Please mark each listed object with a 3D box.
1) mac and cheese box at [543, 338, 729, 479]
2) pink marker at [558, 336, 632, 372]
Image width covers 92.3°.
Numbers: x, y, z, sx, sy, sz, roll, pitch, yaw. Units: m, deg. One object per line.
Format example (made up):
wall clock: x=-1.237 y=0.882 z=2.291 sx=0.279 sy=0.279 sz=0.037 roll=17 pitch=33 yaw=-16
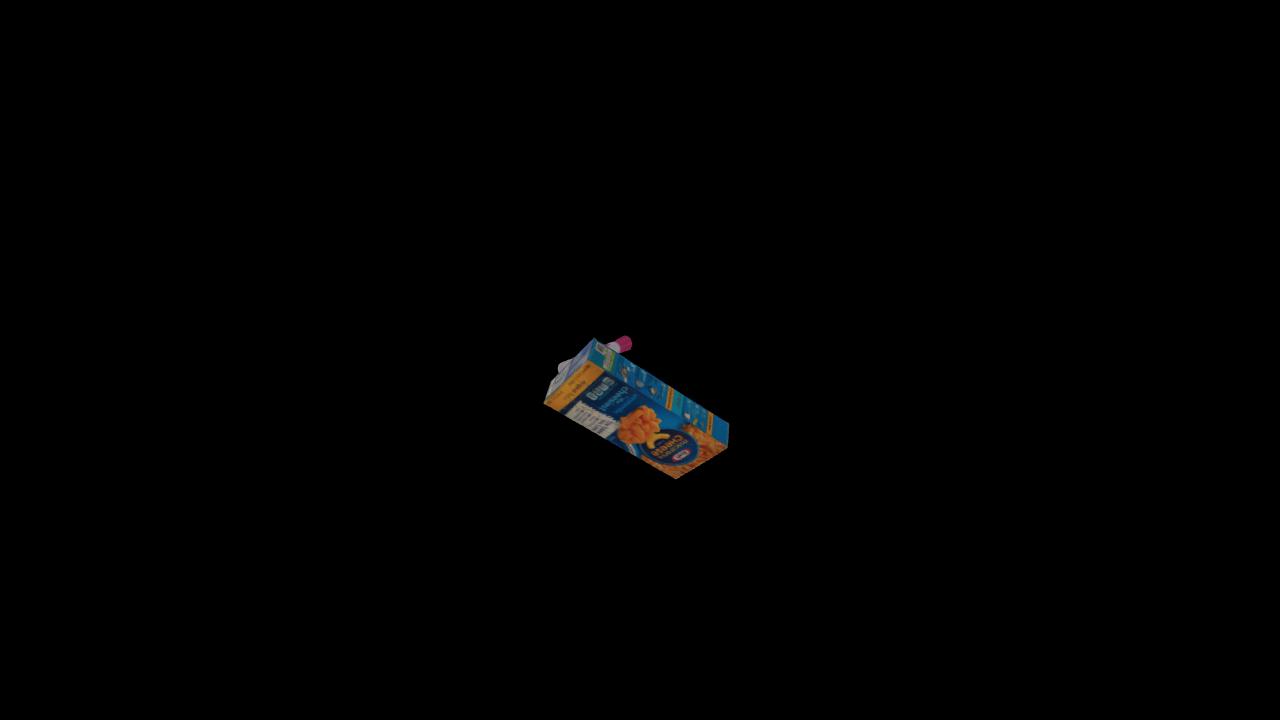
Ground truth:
mac and cheese box: x=-0.002 y=0.058 z=0.663 sx=0.184 sy=0.041 sz=0.093 roll=32 pitch=-49 yaw=-19
pink marker: x=-0.047 y=-0.005 z=0.707 sx=0.020 sy=0.020 sz=0.121 roll=0 pitch=16 yaw=36
